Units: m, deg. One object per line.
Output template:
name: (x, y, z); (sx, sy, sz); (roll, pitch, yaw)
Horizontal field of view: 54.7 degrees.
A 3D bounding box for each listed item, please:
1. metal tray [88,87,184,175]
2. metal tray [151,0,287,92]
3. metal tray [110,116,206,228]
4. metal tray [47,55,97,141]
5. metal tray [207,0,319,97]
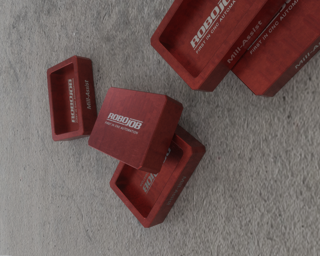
metal tray: (-0.037, -0.002, 0.402); (0.130, 0.030, 0.090); (16, 84, 49)
metal tray: (0.055, -0.113, 0.315); (0.090, 0.030, 0.129); (52, 120, 27)
metal tray: (-0.008, 0.053, 0.408); (0.090, 0.030, 0.129); (41, 115, 32)
metal tray: (-0.150, -0.047, 0.525); (0.090, 0.030, 0.129); (-11, 83, 39)
metal tray: (0.118, -0.106, 0.304); (0.129, 0.030, 0.090); (-51, 60, 28)
